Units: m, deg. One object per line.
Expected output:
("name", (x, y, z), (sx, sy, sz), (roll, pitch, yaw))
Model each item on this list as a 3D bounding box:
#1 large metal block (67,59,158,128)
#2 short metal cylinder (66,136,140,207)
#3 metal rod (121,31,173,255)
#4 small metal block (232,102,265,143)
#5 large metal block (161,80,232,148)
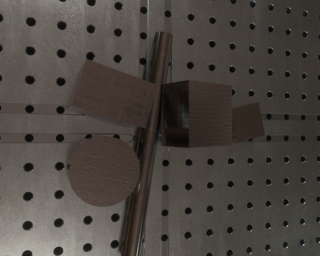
("large metal block", (-0.059, -0.035, 0.362), (0.081, 0.080, 0.050), (18, 84, -20))
("short metal cylinder", (-0.070, 0.049, 0.374), (0.081, 0.050, 0.079), (0, 90, -21))
("metal rod", (-0.017, 0.023, 0.407), (0.025, 0.025, 0.298), (10, 87, -20))
("small metal block", (0.123, -0.008, 0.460), (0.050, 0.025, 0.050), (-14, 95, -20))
("large metal block", (0.049, -0.017, 0.406), (0.081, 0.050, 0.079), (0, 90, -39))
